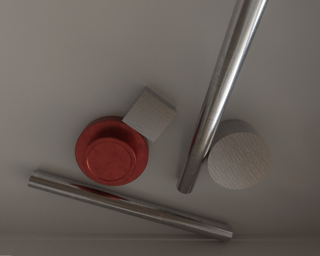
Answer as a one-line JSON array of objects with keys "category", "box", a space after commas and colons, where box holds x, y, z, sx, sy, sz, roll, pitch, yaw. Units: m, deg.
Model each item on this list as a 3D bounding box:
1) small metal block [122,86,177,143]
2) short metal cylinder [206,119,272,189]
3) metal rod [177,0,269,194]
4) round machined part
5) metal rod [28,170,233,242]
[{"category": "small metal block", "box": [-0.013, -0.018, 0.405, 0.050, 0.025, 0.050, 35, 106, -13]}, {"category": "short metal cylinder", "box": [0.100, 0.034, 0.412, 0.081, 0.050, 0.079, 0, 110, -1]}, {"category": "metal rod", "box": [0.058, -0.021, 0.342, 0.025, 0.025, 0.298, 9, 134, -4]}, {"category": "round machined part", "box": [-0.065, 0.036, 0.415, 0.099, 0.042, 0.097, 0, 110, -1]}, {"category": "metal rod", "box": [-0.037, 0.116, 0.453, 0.302, 0.025, 0.025, 18, 109, -7]}]
